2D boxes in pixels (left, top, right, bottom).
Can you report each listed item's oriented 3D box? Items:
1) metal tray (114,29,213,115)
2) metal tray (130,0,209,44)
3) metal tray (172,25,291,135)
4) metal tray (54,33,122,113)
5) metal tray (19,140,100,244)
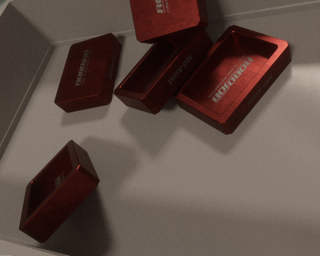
[{"bbox_3d":[0.002,-0.083,0.429,0.130,0.030,0.090,-52,32,-12],"label":"metal tray"},{"bbox_3d":[0.005,-0.181,0.389,0.090,0.030,0.129,-7,96,29],"label":"metal tray"},{"bbox_3d":[0.090,-0.065,0.394,0.090,0.030,0.130,35,81,38],"label":"metal tray"},{"bbox_3d":[-0.119,-0.093,0.520,0.090,0.030,0.130,-9,58,23],"label":"metal tray"},{"bbox_3d":[-0.126,0.070,0.384,0.090,0.030,0.130,-47,22,-6],"label":"metal tray"}]
